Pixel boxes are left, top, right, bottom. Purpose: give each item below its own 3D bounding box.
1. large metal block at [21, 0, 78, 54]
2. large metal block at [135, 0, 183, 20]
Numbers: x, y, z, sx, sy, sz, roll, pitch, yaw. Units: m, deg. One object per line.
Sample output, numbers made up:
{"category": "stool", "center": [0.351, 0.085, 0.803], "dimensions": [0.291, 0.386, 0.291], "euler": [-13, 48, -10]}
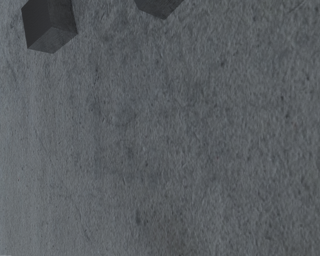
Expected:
{"category": "large metal block", "center": [-0.197, -0.189, 0.548], "dimensions": [0.080, 0.050, 0.080], "euler": [-21, 77, 37]}
{"category": "large metal block", "center": [0.001, -0.199, 0.386], "dimensions": [0.080, 0.050, 0.080], "euler": [-37, 67, 33]}
